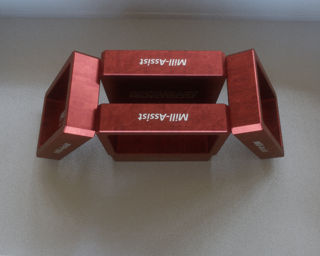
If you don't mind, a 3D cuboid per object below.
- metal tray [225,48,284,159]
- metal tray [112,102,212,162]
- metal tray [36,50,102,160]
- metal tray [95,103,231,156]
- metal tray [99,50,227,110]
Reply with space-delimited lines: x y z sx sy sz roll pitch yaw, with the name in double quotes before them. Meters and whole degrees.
"metal tray" 0.114 -0.021 0.362 0.030 0.130 0.090 -11 68 28
"metal tray" 0.002 -0.003 0.407 0.131 0.030 0.090 0 70 -1
"metal tray" -0.109 -0.019 0.360 0.030 0.130 0.090 12 68 -30
"metal tray" 0.003 0.005 0.340 0.131 0.090 0.030 0 70 -1
"metal tray" 0.003 -0.052 0.360 0.131 0.090 0.030 0 70 0
